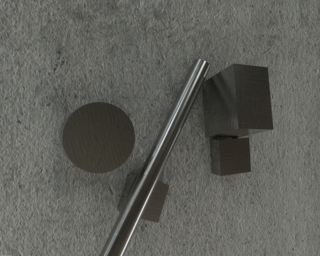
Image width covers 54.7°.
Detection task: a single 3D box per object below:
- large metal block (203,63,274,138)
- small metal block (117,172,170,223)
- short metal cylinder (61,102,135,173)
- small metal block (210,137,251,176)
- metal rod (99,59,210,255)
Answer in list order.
[{"bbox_3d":[0.100,-0.032,0.412,0.050,0.080,0.080,2,80,-20],"label":"large metal block"},{"bbox_3d":[-0.022,0.090,0.402,0.050,0.025,0.050,19,83,-19],"label":"small metal block"},{"bbox_3d":[-0.075,0.011,0.369,0.081,0.050,0.079,0,90,-21],"label":"short metal cylinder"},{"bbox_3d":[0.102,0.040,0.448,0.050,0.025,0.050,-4,92,-20],"label":"small metal block"},{"bbox_3d":[-0.004,0.040,0.386,0.025,0.025,0.300,32,71,-18],"label":"metal rod"}]
